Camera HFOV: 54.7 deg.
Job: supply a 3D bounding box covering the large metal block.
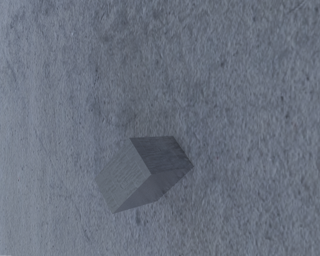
[{"bbox_3d":[-0.019,0.055,0.383,0.080,0.081,0.050,-48,62,29],"label":"large metal block"}]
